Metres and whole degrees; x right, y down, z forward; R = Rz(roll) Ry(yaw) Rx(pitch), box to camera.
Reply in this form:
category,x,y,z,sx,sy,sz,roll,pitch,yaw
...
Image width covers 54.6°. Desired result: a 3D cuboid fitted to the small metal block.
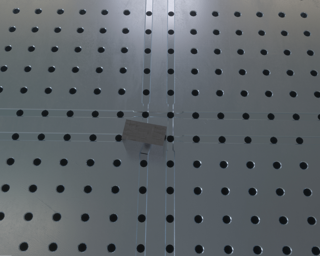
category,x,y,z,sx,sy,sz,roll,pitch,yaw
small metal block,-0.019,0.014,0.393,0.050,0.050,0.025,10,71,4
